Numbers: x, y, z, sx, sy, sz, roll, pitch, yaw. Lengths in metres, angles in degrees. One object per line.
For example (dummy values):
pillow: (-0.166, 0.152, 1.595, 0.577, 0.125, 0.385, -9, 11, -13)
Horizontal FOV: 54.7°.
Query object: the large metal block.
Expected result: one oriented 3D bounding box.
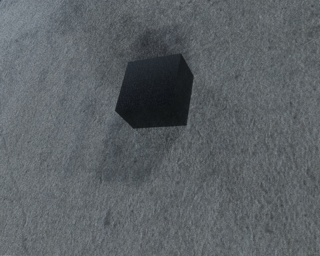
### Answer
large metal block: (-0.005, -0.048, 0.419, 0.080, 0.050, 0.080, -3, 60, 26)
